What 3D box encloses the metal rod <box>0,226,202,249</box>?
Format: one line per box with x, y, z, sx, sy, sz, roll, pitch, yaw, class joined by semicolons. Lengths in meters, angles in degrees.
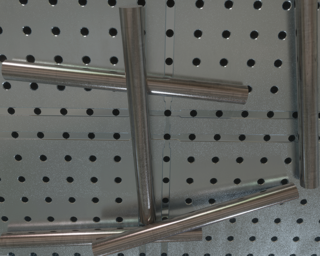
-0.088;0.165;0.473;0.302;0.025;0.025;-2;110;0;metal rod

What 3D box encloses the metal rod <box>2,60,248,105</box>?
-0.040;-0.057;0.391;0.302;0.025;0.025;6;110;-3;metal rod

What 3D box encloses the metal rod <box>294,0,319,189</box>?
0.188;-0.056;0.395;0.025;0.025;0.298;-10;110;3;metal rod

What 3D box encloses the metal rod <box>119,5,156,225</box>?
-0.024;0.004;0.394;0.025;0.025;0.298;-3;118;0;metal rod

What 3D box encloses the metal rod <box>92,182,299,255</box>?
0.051;0.133;0.448;0.302;0.025;0.025;-16;110;-1;metal rod
